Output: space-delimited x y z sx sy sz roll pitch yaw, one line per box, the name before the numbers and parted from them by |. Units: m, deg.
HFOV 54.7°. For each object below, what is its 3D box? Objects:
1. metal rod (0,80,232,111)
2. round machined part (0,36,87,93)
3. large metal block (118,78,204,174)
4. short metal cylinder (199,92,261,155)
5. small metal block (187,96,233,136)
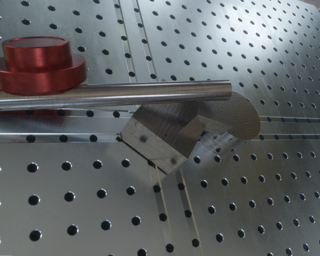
metal rod | -0.067 -0.036 0.339 0.302 0.025 0.025 -4 62 -11
round machined part | -0.131 -0.074 0.338 0.099 0.042 0.098 1 26 0
large metal block | 0.007 -0.003 0.396 0.080 0.050 0.080 38 51 -3
short metal cylinder | 0.097 -0.008 0.451 0.081 0.050 0.080 14 56 -21
small metal block | 0.063 -0.024 0.391 0.050 0.025 0.050 17 55 -19
